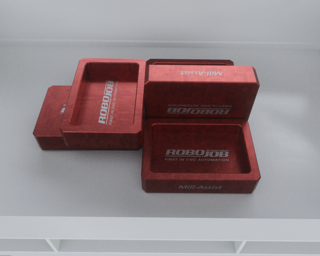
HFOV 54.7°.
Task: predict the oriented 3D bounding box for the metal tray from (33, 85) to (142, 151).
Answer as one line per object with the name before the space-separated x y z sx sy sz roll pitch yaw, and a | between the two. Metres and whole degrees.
metal tray | -0.088 -0.015 0.409 0.131 0.030 0.090 0 50 0

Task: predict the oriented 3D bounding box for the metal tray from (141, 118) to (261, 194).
metal tray | 0.045 0.032 0.374 0.131 0.030 0.090 1 50 0

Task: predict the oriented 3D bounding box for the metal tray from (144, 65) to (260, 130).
metal tray | 0.048 -0.034 0.389 0.131 0.089 0.030 1 50 0

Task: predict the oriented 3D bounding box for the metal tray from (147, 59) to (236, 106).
metal tray | 0.045 -0.061 0.452 0.131 0.030 0.090 1 50 0

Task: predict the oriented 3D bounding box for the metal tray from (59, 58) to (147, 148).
metal tray | -0.064 -0.036 0.389 0.091 0.030 0.130 1 50 0
